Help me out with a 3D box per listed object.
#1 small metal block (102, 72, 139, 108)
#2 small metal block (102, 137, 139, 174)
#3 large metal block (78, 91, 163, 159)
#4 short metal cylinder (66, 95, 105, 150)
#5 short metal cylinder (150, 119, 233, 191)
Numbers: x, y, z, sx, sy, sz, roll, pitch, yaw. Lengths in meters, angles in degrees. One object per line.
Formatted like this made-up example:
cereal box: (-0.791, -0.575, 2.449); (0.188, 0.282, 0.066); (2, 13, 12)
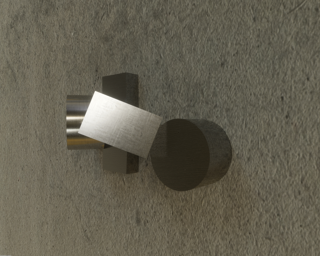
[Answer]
small metal block: (-0.058, -0.051, 0.451); (0.050, 0.025, 0.050); (-1, 89, 39)
small metal block: (-0.057, 0.037, 0.450); (0.050, 0.025, 0.050); (4, 92, 39)
large metal block: (-0.047, -0.002, 0.383); (0.080, 0.080, 0.050); (21, 87, -5)
short metal cylinder: (-0.109, -0.008, 0.454); (0.080, 0.050, 0.079); (180, 89, -75)
short metal cylinder: (0.036, 0.029, 0.359); (0.080, 0.050, 0.079); (0, 90, 39)
